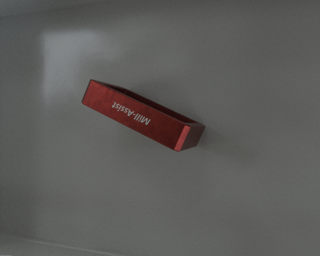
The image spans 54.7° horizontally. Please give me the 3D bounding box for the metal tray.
[{"bbox_3d":[-0.017,-0.016,0.377,0.130,0.090,0.030,26,99,17],"label":"metal tray"}]
